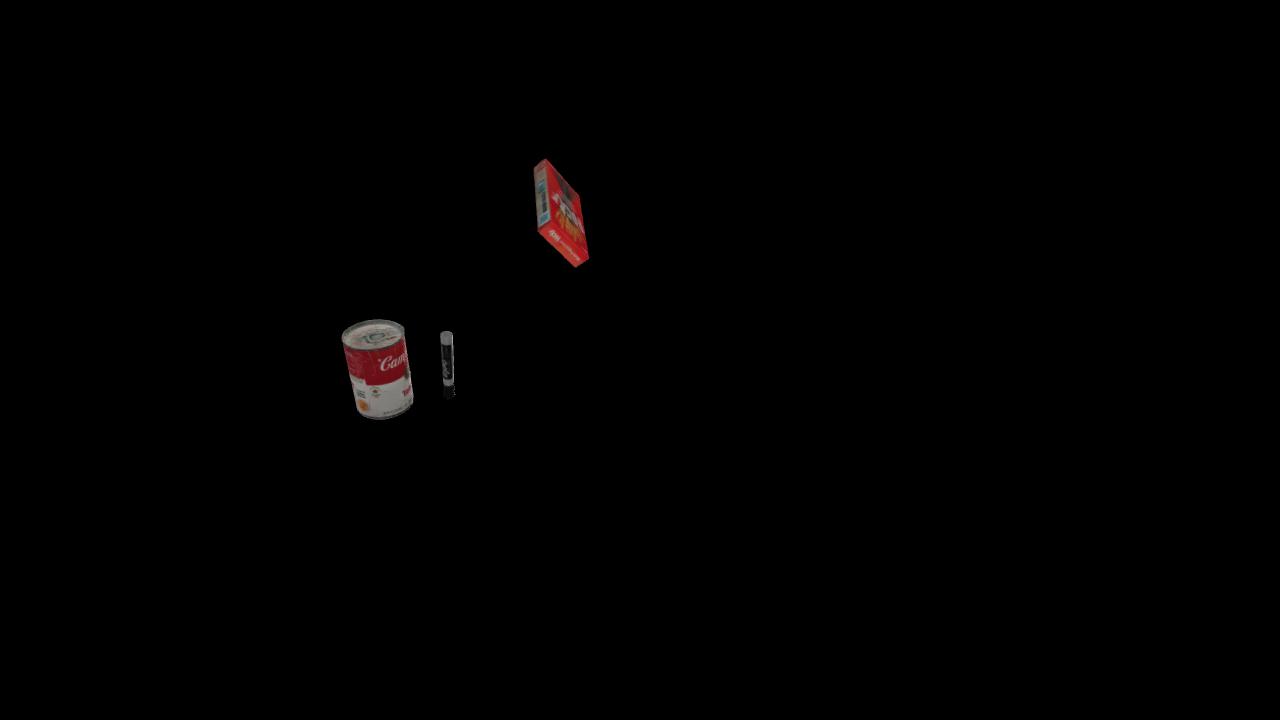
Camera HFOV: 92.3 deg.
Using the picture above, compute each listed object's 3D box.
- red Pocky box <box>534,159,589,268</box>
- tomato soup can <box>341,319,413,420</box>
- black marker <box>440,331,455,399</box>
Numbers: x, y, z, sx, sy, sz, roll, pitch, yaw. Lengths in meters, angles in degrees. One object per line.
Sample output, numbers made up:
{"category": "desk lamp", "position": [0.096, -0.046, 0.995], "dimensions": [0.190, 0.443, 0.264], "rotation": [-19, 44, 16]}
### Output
{"category": "red Pocky box", "position": [-0.111, -0.206, 0.859], "dimensions": [0.028, 0.155, 0.083], "rotation": [-28, -43, 18]}
{"category": "tomato soup can", "position": [-0.307, 0.012, 0.726], "dimensions": [0.068, 0.101, 0.068], "rotation": [4, 32, -3]}
{"category": "black marker", "position": [-0.304, 0.011, 0.975], "dimensions": [0.020, 0.121, 0.020], "rotation": [6, 31, -4]}
